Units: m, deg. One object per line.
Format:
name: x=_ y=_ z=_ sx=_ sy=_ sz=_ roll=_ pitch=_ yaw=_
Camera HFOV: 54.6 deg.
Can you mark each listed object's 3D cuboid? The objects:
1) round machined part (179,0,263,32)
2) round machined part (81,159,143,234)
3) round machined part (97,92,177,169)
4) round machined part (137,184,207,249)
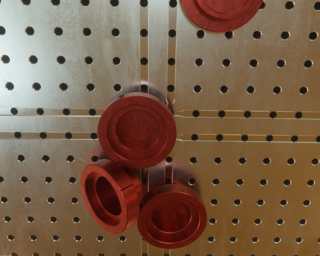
round machined part: x=0.070 y=-0.158 z=0.347 sx=0.099 sy=0.042 sz=0.097 roll=0 pitch=110 yaw=0
round machined part: x=-0.061 y=0.087 z=0.418 sx=0.098 sy=0.042 sz=0.097 roll=18 pitch=118 yaw=39
round machined part: x=-0.028 y=0.001 z=0.404 sx=0.099 sy=0.042 sz=0.097 roll=0 pitch=110 yaw=0
round machined part: x=0.016 y=0.121 z=0.447 sx=0.099 sy=0.042 sz=0.097 roll=-2 pitch=112 yaw=-4
